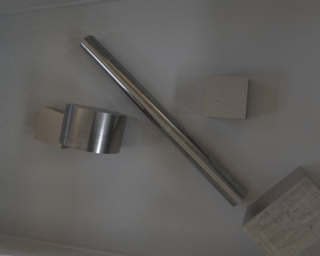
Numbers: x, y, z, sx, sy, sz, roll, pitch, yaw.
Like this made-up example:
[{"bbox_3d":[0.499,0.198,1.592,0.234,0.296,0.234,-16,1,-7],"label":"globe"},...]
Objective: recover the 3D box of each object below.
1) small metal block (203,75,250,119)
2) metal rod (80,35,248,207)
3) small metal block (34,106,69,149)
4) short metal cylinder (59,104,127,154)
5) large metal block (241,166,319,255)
[{"bbox_3d":[0.082,-0.037,0.381,0.050,0.025,0.050,5,92,19],"label":"small metal block"},{"bbox_3d":[-0.003,-0.018,0.410,0.300,0.025,0.025,46,104,14],"label":"metal rod"},{"bbox_3d":[-0.154,-0.001,0.463,0.050,0.025,0.050,19,96,18],"label":"small metal block"},{"bbox_3d":[-0.088,0.000,0.411,0.080,0.080,0.050,14,95,19],"label":"short metal cylinder"},{"bbox_3d":[0.139,0.091,0.332,0.080,0.080,0.050,-44,77,14],"label":"large metal block"}]
